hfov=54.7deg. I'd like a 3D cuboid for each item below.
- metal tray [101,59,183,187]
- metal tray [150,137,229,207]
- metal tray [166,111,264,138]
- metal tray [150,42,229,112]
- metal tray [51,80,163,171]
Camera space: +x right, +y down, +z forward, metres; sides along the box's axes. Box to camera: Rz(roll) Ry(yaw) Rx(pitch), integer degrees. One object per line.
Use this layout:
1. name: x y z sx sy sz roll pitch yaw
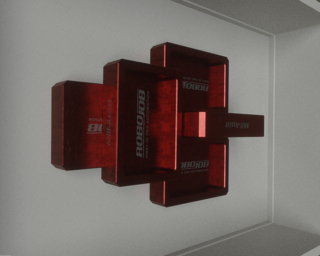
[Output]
1. metal tray: -0.018 -0.005 0.348 0.091 0.030 0.129 1 89 -40
2. metal tray: 0.046 0.056 0.442 0.131 0.030 0.089 1 90 -40
3. metal tray: 0.068 -0.004 0.420 0.131 0.090 0.030 1 90 -40
4. metal tray: 0.046 -0.064 0.442 0.131 0.030 0.089 1 90 -40
5. metal tray: -0.055 -0.002 0.355 0.131 0.030 0.089 0 90 -40
